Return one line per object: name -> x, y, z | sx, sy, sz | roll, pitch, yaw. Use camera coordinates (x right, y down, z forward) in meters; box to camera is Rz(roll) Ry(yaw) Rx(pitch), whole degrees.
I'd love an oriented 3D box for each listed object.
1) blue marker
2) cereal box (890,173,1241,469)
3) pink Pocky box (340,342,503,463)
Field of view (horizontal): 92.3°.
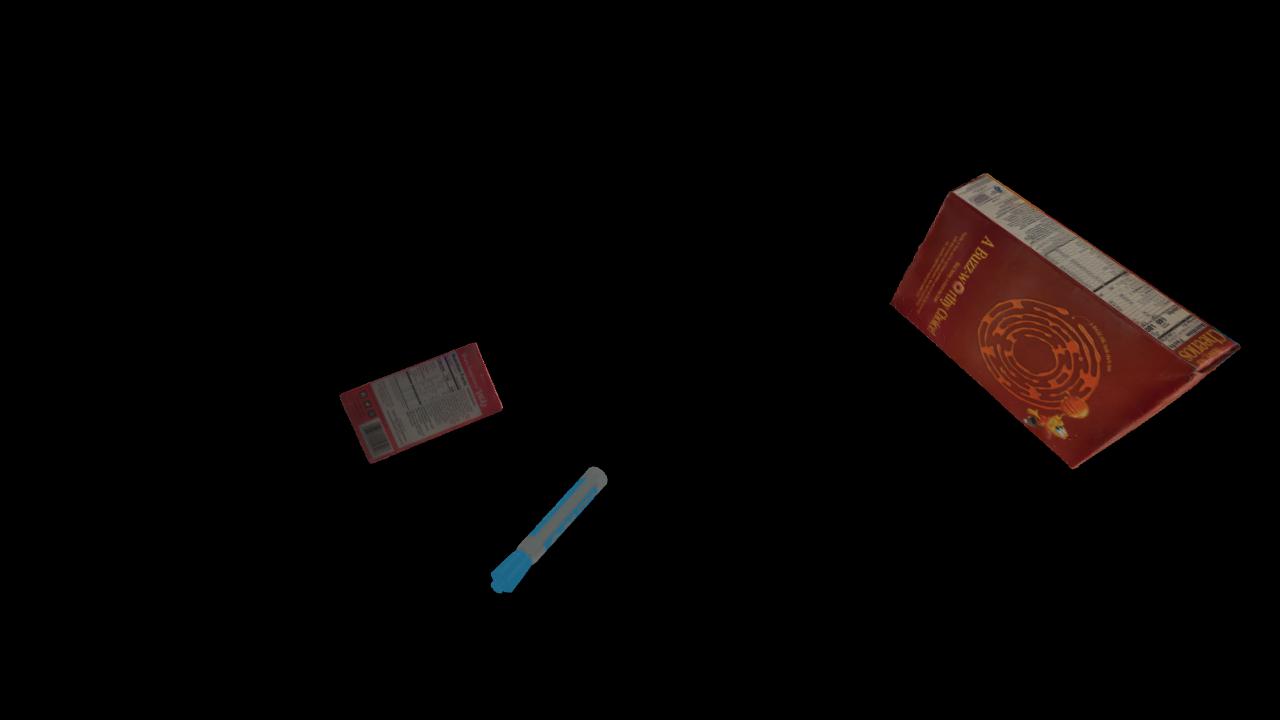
blue marker -> -0.063, 0.120, 0.443 | 0.020, 0.020, 0.121 | 0, 28, 35
cereal box -> 0.459, -0.046, 0.722 | 0.081, 0.306, 0.203 | -27, -32, -19
pink Pocky box -> -0.241, 0.046, 0.687 | 0.155, 0.084, 0.029 | -22, 6, -8
